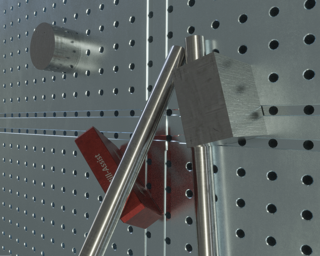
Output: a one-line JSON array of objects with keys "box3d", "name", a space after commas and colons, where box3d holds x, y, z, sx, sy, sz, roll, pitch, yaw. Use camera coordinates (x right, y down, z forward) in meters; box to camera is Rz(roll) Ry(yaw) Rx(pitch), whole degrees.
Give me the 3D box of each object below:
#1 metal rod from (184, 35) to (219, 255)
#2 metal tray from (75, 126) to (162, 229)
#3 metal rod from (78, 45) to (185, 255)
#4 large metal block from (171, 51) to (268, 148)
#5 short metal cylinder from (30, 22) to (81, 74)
[{"box3d": [0.050, 0.041, 0.367, 0.025, 0.025, 0.298, -5, 87, 40], "name": "metal rod"}, {"box3d": [-0.054, 0.067, 0.410, 0.030, 0.090, 0.130, -37, 63, -2], "name": "metal tray"}, {"box3d": [-0.031, 0.036, 0.351, 0.025, 0.025, 0.299, 9, 69, 39], "name": "metal rod"}, {"box3d": [0.063, -0.025, 0.321, 0.050, 0.081, 0.080, -18, 79, 38], "name": "large metal block"}, {"box3d": [-0.185, -0.139, 0.546, 0.080, 0.050, 0.079, 0, 90, 40], "name": "short metal cylinder"}]
